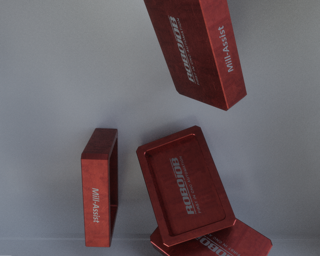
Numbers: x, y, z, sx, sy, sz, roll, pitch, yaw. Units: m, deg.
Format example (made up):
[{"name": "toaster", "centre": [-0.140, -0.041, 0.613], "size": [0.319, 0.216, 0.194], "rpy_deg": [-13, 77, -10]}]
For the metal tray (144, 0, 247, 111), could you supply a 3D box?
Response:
[{"name": "metal tray", "centre": [0.037, -0.088, 0.328], "size": [0.030, 0.090, 0.129], "rpy_deg": [-37, 126, -19]}]

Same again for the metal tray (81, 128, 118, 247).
[{"name": "metal tray", "centre": [-0.075, 0.075, 0.403], "size": [0.030, 0.090, 0.129], "rpy_deg": [2, 110, -1]}]

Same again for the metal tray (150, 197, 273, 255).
[{"name": "metal tray", "centre": [0.064, 0.151, 0.403], "size": [0.130, 0.090, 0.030], "rpy_deg": [29, 153, 27]}]

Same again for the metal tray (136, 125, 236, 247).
[{"name": "metal tray", "centre": [0.031, 0.072, 0.395], "size": [0.090, 0.030, 0.130], "rpy_deg": [-21, 70, 7]}]
